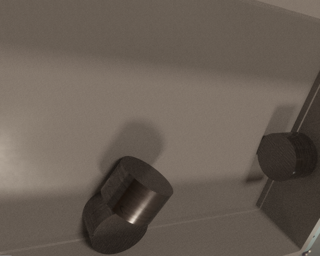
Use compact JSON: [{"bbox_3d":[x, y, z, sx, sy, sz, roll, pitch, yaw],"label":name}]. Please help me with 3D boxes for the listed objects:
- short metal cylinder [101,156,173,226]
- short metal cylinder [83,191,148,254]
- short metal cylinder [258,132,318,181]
[{"bbox_3d":[-0.030,0.081,0.409,0.080,0.080,0.050,27,103,-38],"label":"short metal cylinder"},{"bbox_3d":[-0.064,0.131,0.440,0.081,0.050,0.079,-14,125,-21],"label":"short metal cylinder"},{"bbox_3d":[0.213,0.047,0.522,0.050,0.080,0.079,-2,120,-28],"label":"short metal cylinder"}]
